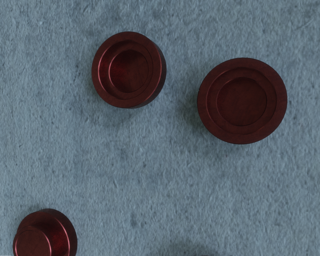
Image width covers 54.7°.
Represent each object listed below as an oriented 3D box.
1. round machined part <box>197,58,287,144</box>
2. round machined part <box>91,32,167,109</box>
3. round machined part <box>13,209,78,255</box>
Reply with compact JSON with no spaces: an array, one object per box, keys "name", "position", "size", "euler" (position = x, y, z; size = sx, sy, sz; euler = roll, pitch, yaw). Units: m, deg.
[{"name":"round machined part","position":[0.097,-0.030,0.366],"size":[0.098,0.042,0.097],"euler":[0,90,19]},{"name":"round machined part","position":[-0.038,-0.074,0.412],"size":[0.098,0.042,0.097],"euler":[0,90,19]},{"name":"round machined part","position":[-0.177,0.174,0.460],"size":[0.098,0.042,0.097],"euler":[0,90,19]}]
